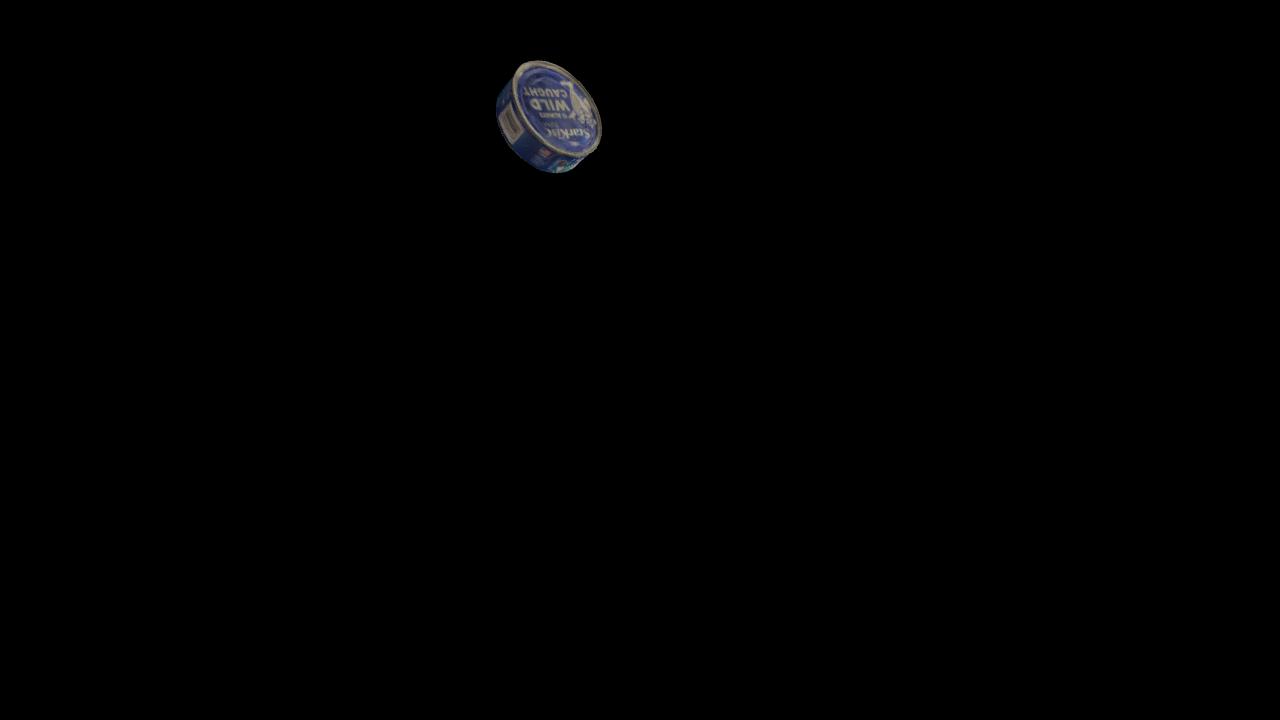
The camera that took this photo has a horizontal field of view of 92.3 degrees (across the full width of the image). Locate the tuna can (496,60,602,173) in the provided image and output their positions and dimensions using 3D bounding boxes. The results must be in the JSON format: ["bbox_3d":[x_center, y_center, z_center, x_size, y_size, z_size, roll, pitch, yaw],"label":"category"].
[{"bbox_3d":[-0.074,-0.197,0.503,0.084,0.084,0.034,0,-17,-41],"label":"tuna can"}]
